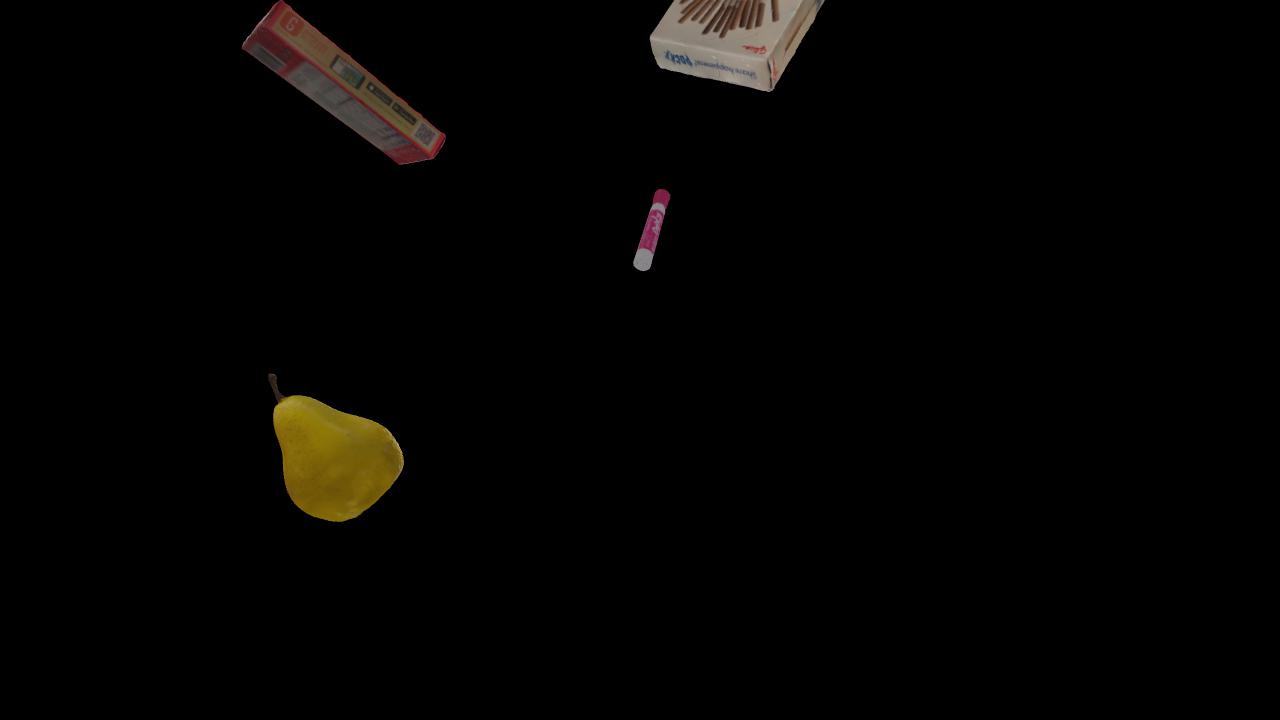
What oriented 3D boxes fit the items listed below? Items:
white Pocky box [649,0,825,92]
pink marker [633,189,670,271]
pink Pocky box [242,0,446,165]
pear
[{"bbox_3d":[0.079,-0.241,0.383,0.084,0.154,0.028,25,-12,26],"label":"white Pocky box"},{"bbox_3d":[0.014,-0.145,0.670,0.020,0.121,0.020,9,-37,7],"label":"pink marker"},{"bbox_3d":[-0.254,-0.232,0.536,0.084,0.029,0.155,14,-16,48],"label":"pink Pocky box"},{"bbox_3d":[-0.226,0.060,0.433,0.111,0.080,0.080,45,-12,-13],"label":"pear"}]
